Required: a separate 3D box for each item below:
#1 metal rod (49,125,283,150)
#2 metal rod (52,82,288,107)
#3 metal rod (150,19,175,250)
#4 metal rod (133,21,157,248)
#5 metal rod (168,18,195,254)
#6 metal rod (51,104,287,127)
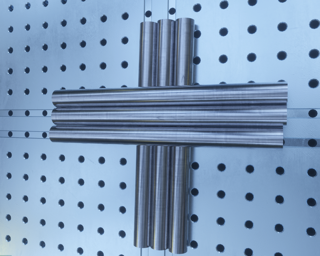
[{"bbox_3d":[-0.007,0.010,0.389,0.301,0.025,0.025,1,90,20],"label":"metal rod"},{"bbox_3d":[-0.003,-0.040,0.387,0.301,0.025,0.025,1,90,20],"label":"metal rod"},{"bbox_3d":[0.004,0.009,0.412,0.025,0.025,0.298,2,91,20],"label":"metal rod"},{"bbox_3d":[-0.019,0.009,0.420,0.025,0.025,0.298,2,91,20],"label":"metal rod"},{"bbox_3d":[0.028,0.010,0.403,0.025,0.025,0.298,2,91,20],"label":"metal rod"},{"bbox_3d":[-0.004,-0.015,0.388,0.301,0.025,0.025,1,90,20],"label":"metal rod"}]
